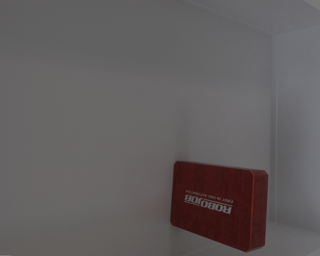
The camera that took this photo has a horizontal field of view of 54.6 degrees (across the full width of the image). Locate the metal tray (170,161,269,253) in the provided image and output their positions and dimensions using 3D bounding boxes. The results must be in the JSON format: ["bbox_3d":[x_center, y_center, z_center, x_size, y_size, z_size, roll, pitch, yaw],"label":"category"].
[{"bbox_3d":[0.070,0.092,0.396,0.030,0.130,0.090,7,86,-40],"label":"metal tray"}]
